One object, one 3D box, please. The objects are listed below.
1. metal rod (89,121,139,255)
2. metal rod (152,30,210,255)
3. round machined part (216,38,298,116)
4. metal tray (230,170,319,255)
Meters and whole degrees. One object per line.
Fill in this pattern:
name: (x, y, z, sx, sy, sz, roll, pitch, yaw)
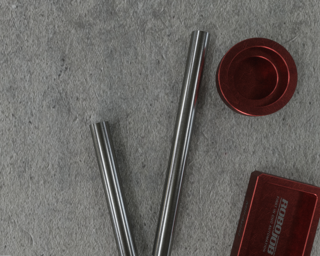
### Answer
metal rod: (-0.048, 0.139, 0.409, 0.025, 0.025, 0.298, -13, 90, 0)
metal rod: (0.028, 0.022, 0.410, 0.025, 0.025, 0.298, 10, 90, -1)
round machined part: (0.121, -0.063, 0.403, 0.099, 0.042, 0.097, 0, 90, -1)
metal tray: (0.154, 0.130, 0.409, 0.091, 0.030, 0.129, 14, 90, -1)
